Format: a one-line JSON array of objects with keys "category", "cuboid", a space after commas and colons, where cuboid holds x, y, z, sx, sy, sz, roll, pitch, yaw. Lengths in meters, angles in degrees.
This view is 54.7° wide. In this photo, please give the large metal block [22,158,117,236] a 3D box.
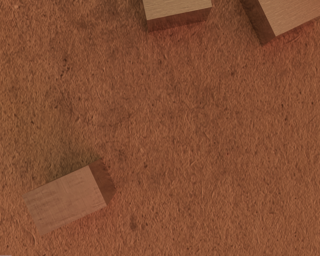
[{"category": "large metal block", "cuboid": [-0.105, 0.080, 0.382, 0.080, 0.080, 0.050, -24, 90, 0]}]

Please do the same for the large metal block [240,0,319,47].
[{"category": "large metal block", "cuboid": [0.159, -0.164, 0.398, 0.080, 0.050, 0.080, -26, 90, 0]}]

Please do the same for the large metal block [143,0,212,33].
[{"category": "large metal block", "cuboid": [0.015, -0.177, 0.397, 0.080, 0.050, 0.080, -12, 90, 0]}]
